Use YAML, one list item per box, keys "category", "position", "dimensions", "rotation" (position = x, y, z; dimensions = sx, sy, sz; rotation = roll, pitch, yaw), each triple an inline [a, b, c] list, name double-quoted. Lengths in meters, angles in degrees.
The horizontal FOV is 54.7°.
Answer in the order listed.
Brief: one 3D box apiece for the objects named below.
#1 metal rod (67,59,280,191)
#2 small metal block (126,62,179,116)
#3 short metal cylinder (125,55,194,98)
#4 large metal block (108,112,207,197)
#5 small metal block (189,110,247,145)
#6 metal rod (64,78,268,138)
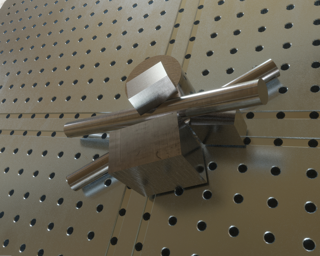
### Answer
- category: "metal rod"
  position: [0.011, 0.001, 0.399]
  dimensions: [0.300, 0.025, 0.025]
  rotation: [-30, 52, 8]
- category: "small metal block"
  position: [-0.010, -0.047, 0.363]
  dimensions: [0.050, 0.025, 0.050]
  rotation: [-31, 29, 8]
- category: "short metal cylinder"
  position: [0.000, -0.051, 0.419]
  dimensions: [0.080, 0.050, 0.080]
  rotation: [-13, 55, 20]
- category: "large metal block"
  position: [-0.001, 0.033, 0.347]
  dimensions: [0.080, 0.080, 0.050]
  rotation: [-17, 55, 18]
- category: "small metal block"
  position: [0.068, -0.003, 0.354]
  dimensions: [0.050, 0.050, 0.025]
  rotation: [0, 62, 29]
- category: "metal rod"
  position: [-0.021, -0.015, 0.379]
  dimensions: [0.300, 0.025, 0.025]
  rotation: [-9, 57, 39]
